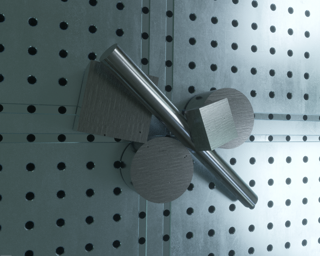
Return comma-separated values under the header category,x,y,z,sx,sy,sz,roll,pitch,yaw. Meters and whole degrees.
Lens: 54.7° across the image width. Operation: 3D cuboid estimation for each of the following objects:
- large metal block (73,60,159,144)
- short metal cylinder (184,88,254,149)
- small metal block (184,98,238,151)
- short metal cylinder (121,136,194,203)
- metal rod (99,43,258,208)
category,x,y,z,sx,sy,sz,roll,pitch,yaw
large metal block,-0.054,-0.028,0.374,0.081,0.050,0.080,12,86,-20
short metal cylinder,0.080,-0.013,0.425,0.081,0.050,0.079,0,90,-20
small metal block,0.062,-0.004,0.371,0.050,0.025,0.050,-22,98,-37
short metal cylinder,-0.005,0.050,0.394,0.081,0.050,0.079,0,90,-20
metal rod,0.041,0.015,0.387,0.300,0.025,0.025,45,76,-29
